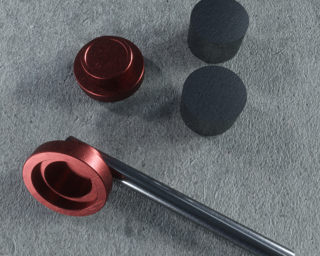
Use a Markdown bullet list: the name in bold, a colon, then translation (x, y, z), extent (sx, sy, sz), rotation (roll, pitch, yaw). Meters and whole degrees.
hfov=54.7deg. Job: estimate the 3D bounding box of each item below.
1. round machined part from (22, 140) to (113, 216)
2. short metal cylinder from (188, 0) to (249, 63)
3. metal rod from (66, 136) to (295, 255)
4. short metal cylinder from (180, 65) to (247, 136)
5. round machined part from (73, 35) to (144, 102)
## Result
- **round machined part**: translation (-0.102, 0.053, 0.359), extent (0.099, 0.097, 0.042), rotation (13, 35, 4)
- **short metal cylinder**: translation (0.082, -0.141, 0.447), extent (0.081, 0.050, 0.080), rotation (0, 70, 0)
- **metal rod**: translation (0.014, 0.086, 0.376), extent (0.301, 0.025, 0.025), rotation (26, 72, 9)
- **short metal cylinder**: translation (0.068, -0.035, 0.408), extent (0.081, 0.050, 0.080), rotation (0, 70, 0)
- **round machined part**: translation (-0.071, -0.088, 0.431), extent (0.099, 0.042, 0.098), rotation (0, 70, -1)
